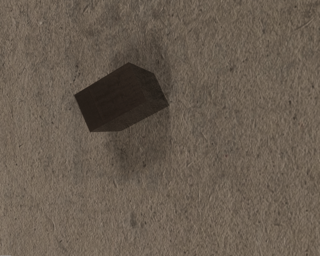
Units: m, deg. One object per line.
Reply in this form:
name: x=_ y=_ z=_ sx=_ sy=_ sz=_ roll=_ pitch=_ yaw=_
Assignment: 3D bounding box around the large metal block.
large metal block: x=-0.045 y=-0.035 z=0.395 sx=0.080 sy=0.080 sz=0.050 roll=-27 pitch=81 yaw=18
